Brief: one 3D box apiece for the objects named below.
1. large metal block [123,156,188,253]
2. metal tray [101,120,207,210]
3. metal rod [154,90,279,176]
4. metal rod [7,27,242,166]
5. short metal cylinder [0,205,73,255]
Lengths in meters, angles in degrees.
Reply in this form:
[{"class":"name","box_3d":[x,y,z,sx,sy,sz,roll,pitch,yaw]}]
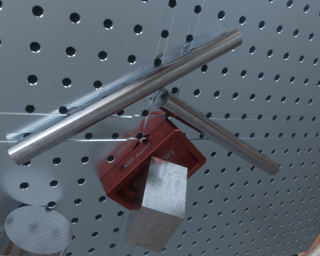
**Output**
[{"class":"large metal block","box_3d":[-0.005,0.098,0.397,0.050,0.080,0.079,20,128,-7]},{"class":"metal tray","box_3d":[-0.006,0.061,0.443,0.130,0.030,0.090,-43,130,1]},{"class":"metal rod","box_3d":[0.106,0.020,0.483,0.301,0.025,0.025,29,102,-38]},{"class":"metal rod","box_3d":[-0.032,-0.043,0.368,0.301,0.025,0.025,-30,129,-10]},{"class":"short metal cylinder","box_3d":[-0.155,0.141,0.379,0.081,0.080,0.050,16,110,-35]}]
